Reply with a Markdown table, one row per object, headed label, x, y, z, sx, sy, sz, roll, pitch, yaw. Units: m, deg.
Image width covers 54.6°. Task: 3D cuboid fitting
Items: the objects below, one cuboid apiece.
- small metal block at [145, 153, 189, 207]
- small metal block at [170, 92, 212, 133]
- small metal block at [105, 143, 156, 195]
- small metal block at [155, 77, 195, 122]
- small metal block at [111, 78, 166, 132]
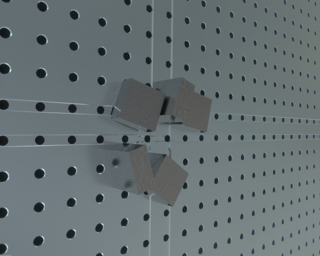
| label | x | y | z | sx | sy | sz | roll | pitch | yaw |
| --- | --- | --- | --- | --- | --- | --- | --- | --- | --- |
| small metal block | 0.005 | 0.069 | 0.412 | 0.050 | 0.025 | 0.050 | 43 | 64 | -31 |
| small metal block | 0.045 | -0.023 | 0.446 | 0.050 | 0.025 | 0.050 | 17 | 79 | -39 |
| small metal block | -0.035 | 0.046 | 0.362 | 0.025 | 0.050 | 0.050 | -20 | 103 | -38 |
| small metal block | 0.014 | -0.035 | 0.403 | 0.025 | 0.050 | 0.050 | 25 | 74 | -38 |
| small metal block | -0.026 | -0.027 | 0.381 | 0.050 | 0.025 | 0.050 | 22 | 76 | -28 |
